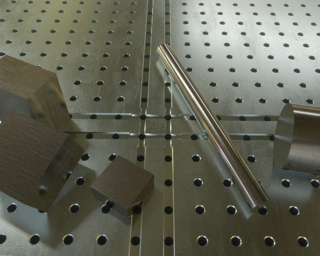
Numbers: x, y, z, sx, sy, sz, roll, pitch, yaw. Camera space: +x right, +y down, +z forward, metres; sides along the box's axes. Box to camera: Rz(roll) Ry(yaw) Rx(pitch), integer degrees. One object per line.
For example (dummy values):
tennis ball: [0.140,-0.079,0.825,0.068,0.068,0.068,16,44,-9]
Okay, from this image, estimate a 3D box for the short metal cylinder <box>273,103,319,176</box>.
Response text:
short metal cylinder: [0.170,0.014,0.363,0.050,0.080,0.080,9,51,7]

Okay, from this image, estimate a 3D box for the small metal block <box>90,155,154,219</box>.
small metal block: [-0.042,0.066,0.352,0.050,0.025,0.050,26,55,20]

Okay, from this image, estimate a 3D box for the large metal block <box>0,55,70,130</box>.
large metal block: [-0.173,-0.038,0.401,0.080,0.080,0.050,21,53,17]

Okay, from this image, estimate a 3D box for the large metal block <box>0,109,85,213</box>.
large metal block: [-0.146,0.036,0.346,0.080,0.050,0.080,22,70,17]

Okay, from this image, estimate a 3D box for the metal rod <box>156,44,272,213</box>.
metal rod: [0.058,-0.022,0.426,0.025,0.025,0.300,-16,52,-13]
